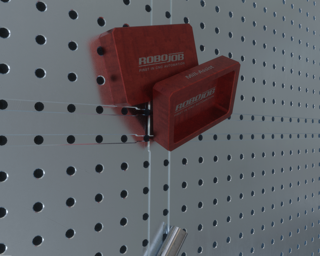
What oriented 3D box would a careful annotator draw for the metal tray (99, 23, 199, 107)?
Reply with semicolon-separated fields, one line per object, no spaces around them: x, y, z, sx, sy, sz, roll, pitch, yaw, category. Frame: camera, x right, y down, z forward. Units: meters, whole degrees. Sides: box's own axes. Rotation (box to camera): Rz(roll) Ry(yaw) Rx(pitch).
-0.006;-0.084;0.401;0.131;0.030;0.089;-19;102;-38;metal tray

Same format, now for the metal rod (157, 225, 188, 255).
-0.044;0.260;0.372;0.025;0.025;0.300;46;62;-30;metal rod

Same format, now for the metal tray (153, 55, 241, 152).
0.050;-0.035;0.415;0.131;0.030;0.089;-28;135;-32;metal tray
